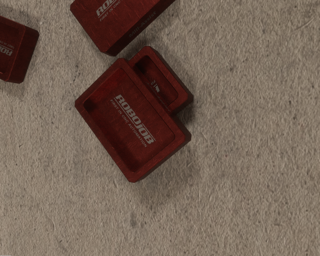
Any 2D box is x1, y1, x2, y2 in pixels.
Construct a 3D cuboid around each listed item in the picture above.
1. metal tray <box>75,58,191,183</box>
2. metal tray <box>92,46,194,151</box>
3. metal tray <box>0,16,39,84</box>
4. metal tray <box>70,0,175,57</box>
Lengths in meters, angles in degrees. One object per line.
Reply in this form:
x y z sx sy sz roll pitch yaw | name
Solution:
-0.035 -0.010 0.385 0.090 0.030 0.130 -41 78 15 | metal tray
-0.033 -0.033 0.416 0.130 0.030 0.090 -40 78 15 | metal tray
-0.266 -0.136 0.497 0.130 0.030 0.089 25 98 17 | metal tray
-0.050 -0.174 0.423 0.130 0.030 0.090 -39 78 15 | metal tray
